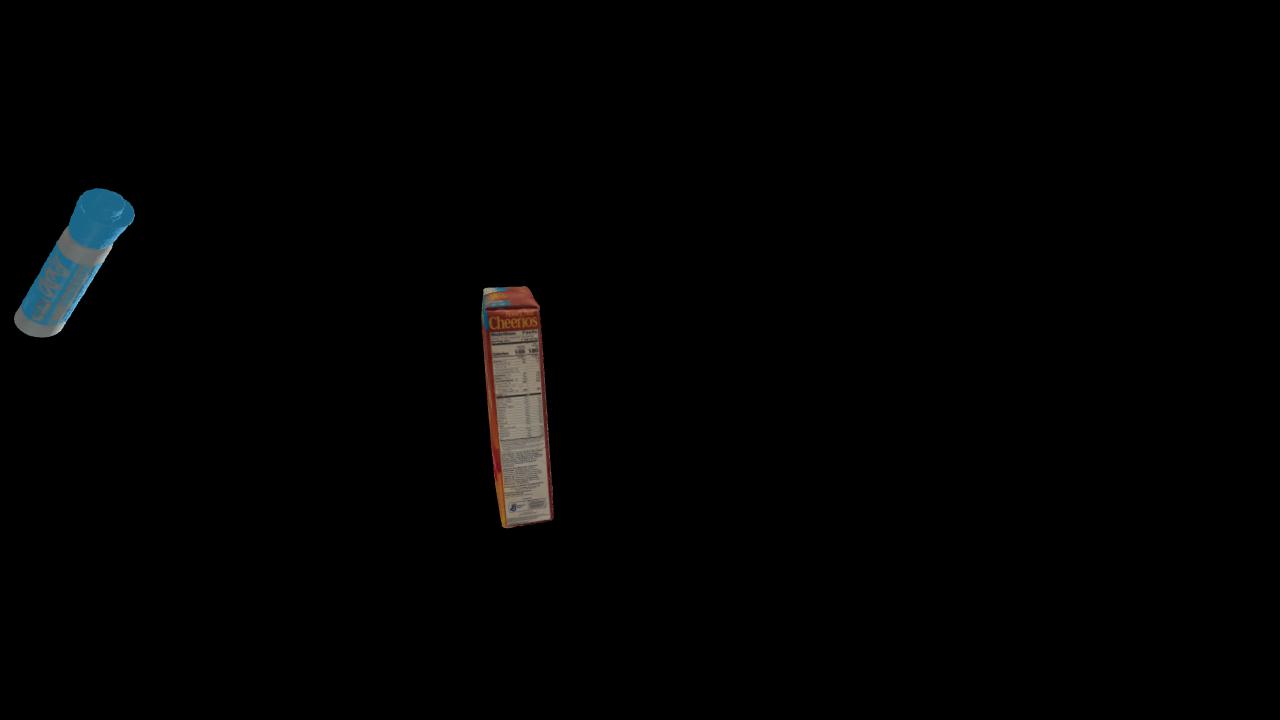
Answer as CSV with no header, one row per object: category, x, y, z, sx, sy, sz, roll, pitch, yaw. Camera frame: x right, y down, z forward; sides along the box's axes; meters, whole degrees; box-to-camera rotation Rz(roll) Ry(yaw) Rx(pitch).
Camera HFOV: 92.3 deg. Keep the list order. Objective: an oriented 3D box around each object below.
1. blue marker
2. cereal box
blue marker,-0.267,-0.043,0.289,0.121,0.020,0.020,-27,-15,31
cereal box,-0.180,0.055,0.889,0.081,0.306,0.203,-6,16,-14
